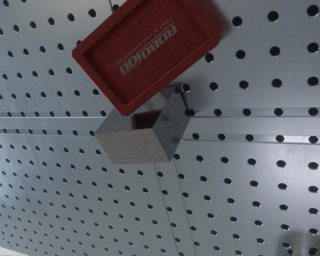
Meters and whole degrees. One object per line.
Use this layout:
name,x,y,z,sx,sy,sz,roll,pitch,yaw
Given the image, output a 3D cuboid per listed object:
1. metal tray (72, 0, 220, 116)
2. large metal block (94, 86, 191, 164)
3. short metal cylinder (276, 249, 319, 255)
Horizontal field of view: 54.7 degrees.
metal tray,-0.015,-0.086,0.329,0.130,0.030,0.090,-37,98,13
large metal block,-0.019,-0.003,0.379,0.080,0.080,0.050,-6,126,31
short metal cylinder,0.196,0.214,0.424,0.080,0.050,0.079,13,124,21
